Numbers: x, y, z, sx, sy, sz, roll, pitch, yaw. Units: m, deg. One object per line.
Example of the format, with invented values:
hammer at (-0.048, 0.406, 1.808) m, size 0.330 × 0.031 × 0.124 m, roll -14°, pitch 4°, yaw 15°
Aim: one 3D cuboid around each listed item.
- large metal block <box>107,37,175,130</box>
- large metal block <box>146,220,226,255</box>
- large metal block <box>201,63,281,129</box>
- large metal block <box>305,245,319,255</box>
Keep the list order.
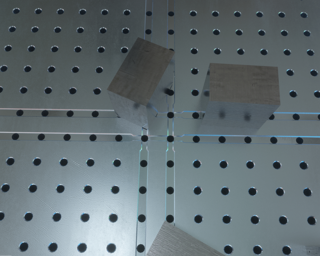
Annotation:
large metal block at (-0.021, -0.055, 0.402) m, size 0.050 × 0.080 × 0.080 m, roll 24°, pitch 72°, yaw 8°
large metal block at (0.021, 0.159, 0.340) m, size 0.080 × 0.050 × 0.080 m, roll 28°, pitch 72°, yaw 10°
large metal block at (0.098, -0.038, 0.397) m, size 0.080 × 0.080 × 0.050 m, roll 4°, pitch 70°, yaw 1°
large metal block at (0.202, 0.165, 0.323) m, size 0.050 × 0.080 × 0.080 m, roll -2°, pitch 70°, yaw -1°
